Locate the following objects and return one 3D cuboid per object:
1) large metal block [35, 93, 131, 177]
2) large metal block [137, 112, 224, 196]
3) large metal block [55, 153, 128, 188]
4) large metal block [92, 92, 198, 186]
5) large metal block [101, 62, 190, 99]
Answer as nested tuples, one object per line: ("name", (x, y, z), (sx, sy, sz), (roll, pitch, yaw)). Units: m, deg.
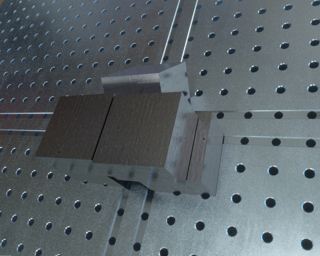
("large metal block", (-0.085, 0.008, 0.362), (0.080, 0.050, 0.080), (0, 62, 28))
("large metal block", (0.024, 0.030, 0.360), (0.080, 0.050, 0.080), (-1, 61, 27))
("large metal block", (-0.080, 0.030, 0.415), (0.080, 0.050, 0.080), (2, 62, 28))
("large metal block", (-0.013, 0.011, 0.324), (0.080, 0.050, 0.080), (0, 62, 28))
("large metal block", (-0.016, -0.052, 0.404), (0.080, 0.050, 0.080), (1, 20, 28))
